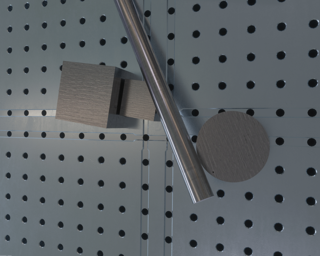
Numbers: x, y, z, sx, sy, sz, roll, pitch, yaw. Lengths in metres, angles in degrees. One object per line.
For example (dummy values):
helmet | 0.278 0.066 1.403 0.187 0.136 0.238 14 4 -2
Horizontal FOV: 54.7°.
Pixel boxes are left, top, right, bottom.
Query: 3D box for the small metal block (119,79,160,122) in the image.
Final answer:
small metal block | -0.023 -0.038 0.421 0.050 0.025 0.050 11 94 19

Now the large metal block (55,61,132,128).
large metal block | -0.091 -0.045 0.431 0.080 0.050 0.079 10 93 19

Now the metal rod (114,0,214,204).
metal rod | -0.003 -0.054 0.386 0.025 0.025 0.299 -27 71 18

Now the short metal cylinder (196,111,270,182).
short metal cylinder | 0.088 0.021 0.368 0.080 0.050 0.079 0 90 20
